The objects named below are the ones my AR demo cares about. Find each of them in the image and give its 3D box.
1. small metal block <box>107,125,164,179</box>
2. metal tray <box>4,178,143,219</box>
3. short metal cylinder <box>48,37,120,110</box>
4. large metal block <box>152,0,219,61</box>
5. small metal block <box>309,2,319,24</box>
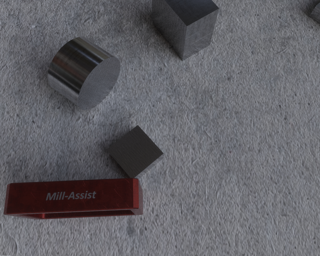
[{"bbox_3d":[-0.031,0.033,0.396,0.050,0.025,0.050,-39,75,-13],"label":"small metal block"},{"bbox_3d":[-0.086,0.081,0.343,0.131,0.090,0.030,-2,70,-1],"label":"metal tray"},{"bbox_3d":[-0.097,-0.070,0.404,0.050,0.080,0.080,35,74,12],"label":"short metal cylinder"},{"bbox_3d":[0.032,-0.156,0.436,0.050,0.080,0.080,-32,73,-11],"label":"large metal block"},{"bbox_3d":[0.270,-0.178,0.475,0.050,0.025,0.050,-41,75,-14],"label":"small metal block"}]
